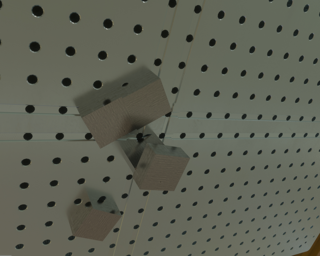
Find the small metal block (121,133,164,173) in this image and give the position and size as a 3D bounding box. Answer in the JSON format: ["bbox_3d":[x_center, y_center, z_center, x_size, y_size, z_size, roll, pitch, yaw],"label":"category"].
[{"bbox_3d":[-0.017,0.038,0.411,0.050,0.050,0.025,-22,127,-16],"label":"small metal block"}]

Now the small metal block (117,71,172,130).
[{"bbox_3d":[-0.019,-0.034,0.381,0.050,0.025,0.050,-30,129,-10],"label":"small metal block"}]

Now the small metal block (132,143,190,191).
[{"bbox_3d":[0.001,0.049,0.379,0.050,0.025,0.050,11,113,-33],"label":"small metal block"}]

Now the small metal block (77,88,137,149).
[{"bbox_3d":[-0.063,-0.011,0.371,0.050,0.025,0.050,-29,129,-10],"label":"small metal block"}]

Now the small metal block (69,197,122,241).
[{"bbox_3d":[-0.092,0.131,0.443,0.050,0.025,0.050,29,102,-38],"label":"small metal block"}]
